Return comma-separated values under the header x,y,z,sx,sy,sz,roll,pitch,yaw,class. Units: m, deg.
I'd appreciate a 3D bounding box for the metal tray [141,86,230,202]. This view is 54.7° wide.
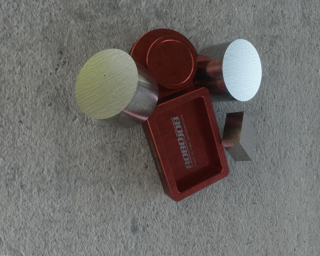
x,y,z,sx,sy,sz,roll,pitch,yaw,class
0.034,0.020,0.408,0.091,0.030,0.129,-23,107,-19,metal tray

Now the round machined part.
x,y,z,sx,sy,sz,roll,pitch,yaw,class
0.009,-0.082,0.405,0.099,0.042,0.097,0,90,-20,round machined part

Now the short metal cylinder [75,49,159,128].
x,y,z,sx,sy,sz,roll,pitch,yaw,class
-0.049,-0.043,0.356,0.050,0.080,0.080,26,78,-63,short metal cylinder

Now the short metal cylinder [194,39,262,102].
x,y,z,sx,sy,sz,roll,pitch,yaw,class
0.092,-0.075,0.420,0.081,0.050,0.079,-2,93,-38,short metal cylinder

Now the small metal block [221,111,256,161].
x,y,z,sx,sy,sz,roll,pitch,yaw,class
0.111,0.012,0.433,0.050,0.025,0.050,47,49,-41,small metal block
